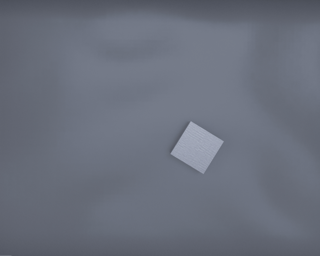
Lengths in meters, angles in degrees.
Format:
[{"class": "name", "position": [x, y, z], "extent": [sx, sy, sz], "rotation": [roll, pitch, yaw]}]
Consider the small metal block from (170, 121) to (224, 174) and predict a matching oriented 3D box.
[{"class": "small metal block", "position": [0.048, 0.025, 0.412], "extent": [0.050, 0.025, 0.050], "rotation": [32, 90, -1]}]
